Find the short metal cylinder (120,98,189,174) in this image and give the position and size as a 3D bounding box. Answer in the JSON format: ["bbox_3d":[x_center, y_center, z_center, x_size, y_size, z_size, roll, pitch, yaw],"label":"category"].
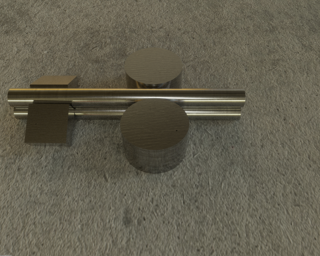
[{"bbox_3d":[-0.006,0.009,0.380,0.081,0.050,0.080,0,50,0],"label":"short metal cylinder"}]

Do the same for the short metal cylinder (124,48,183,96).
[{"bbox_3d":[-0.009,-0.072,0.448,0.081,0.050,0.080,0,50,0],"label":"short metal cylinder"}]

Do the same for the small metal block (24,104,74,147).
[{"bbox_3d":[-0.139,-0.003,0.393,0.050,0.025,0.050,1,77,0],"label":"small metal block"}]

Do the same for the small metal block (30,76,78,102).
[{"bbox_3d":[-0.147,-0.056,0.438,0.050,0.025,0.050,0,23,0],"label":"small metal block"}]

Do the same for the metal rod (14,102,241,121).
[{"bbox_3d":[-0.043,-0.023,0.424,0.302,0.025,0.025,0,50,0],"label":"metal rod"}]

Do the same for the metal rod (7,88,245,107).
[{"bbox_3d":[-0.042,-0.040,0.405,0.302,0.025,0.025,0,50,0],"label":"metal rod"}]
